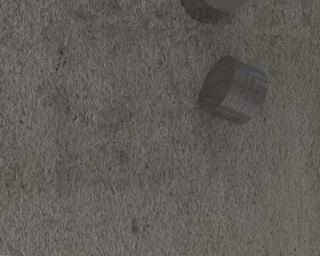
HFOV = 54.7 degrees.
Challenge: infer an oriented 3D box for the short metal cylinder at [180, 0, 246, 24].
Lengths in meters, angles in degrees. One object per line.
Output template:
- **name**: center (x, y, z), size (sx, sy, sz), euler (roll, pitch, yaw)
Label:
- **short metal cylinder**: center (0.073, -0.190, 0.422), size (0.081, 0.050, 0.080), euler (0, 90, -20)

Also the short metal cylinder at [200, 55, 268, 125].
- **short metal cylinder**: center (0.096, -0.050, 0.415), size (0.050, 0.080, 0.080), euler (20, 84, -19)
